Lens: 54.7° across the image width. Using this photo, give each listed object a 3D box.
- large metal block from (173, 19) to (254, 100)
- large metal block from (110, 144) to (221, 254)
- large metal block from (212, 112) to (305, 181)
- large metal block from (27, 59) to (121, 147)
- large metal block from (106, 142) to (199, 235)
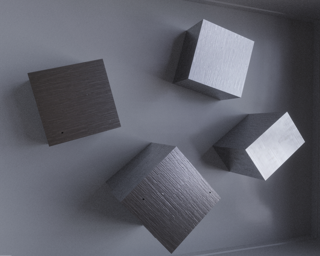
[{"bbox_3d":[0.073,-0.089,0.425,0.081,0.050,0.080,16,85,-20],"label":"large metal block"},{"bbox_3d":[0.006,0.075,0.347,0.080,0.050,0.080,-44,104,-15],"label":"large metal block"},{"bbox_3d":[0.135,0.022,0.433,0.080,0.080,0.050,-38,103,-16],"label":"large metal block"},{"bbox_3d":[-0.100,-0.029,0.361,0.081,0.050,0.080,-16,96,-20],"label":"large metal block"},{"bbox_3d":[-0.008,0.076,0.395,0.080,0.050,0.080,-41,103,-16],"label":"large metal block"}]
